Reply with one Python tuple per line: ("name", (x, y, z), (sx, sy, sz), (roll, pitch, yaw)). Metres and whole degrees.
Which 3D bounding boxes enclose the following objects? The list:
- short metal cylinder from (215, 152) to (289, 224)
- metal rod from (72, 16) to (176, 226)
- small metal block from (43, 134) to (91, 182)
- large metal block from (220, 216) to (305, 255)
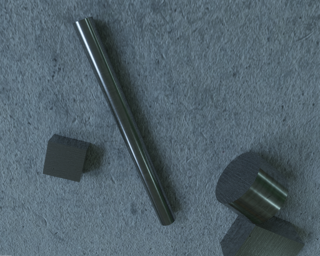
("short metal cylinder", (0.120, 0.078, 0.411), (0.050, 0.080, 0.080), (37, 106, -13))
("metal rod", (-0.039, 0.005, 0.411), (0.025, 0.025, 0.298), (-19, 109, 6))
("small metal block", (-0.127, 0.041, 0.423), (0.050, 0.025, 0.050), (14, 109, -6))
("large metal block", (0.149, 0.173, 0.463), (0.080, 0.050, 0.080), (24, 108, -9))
